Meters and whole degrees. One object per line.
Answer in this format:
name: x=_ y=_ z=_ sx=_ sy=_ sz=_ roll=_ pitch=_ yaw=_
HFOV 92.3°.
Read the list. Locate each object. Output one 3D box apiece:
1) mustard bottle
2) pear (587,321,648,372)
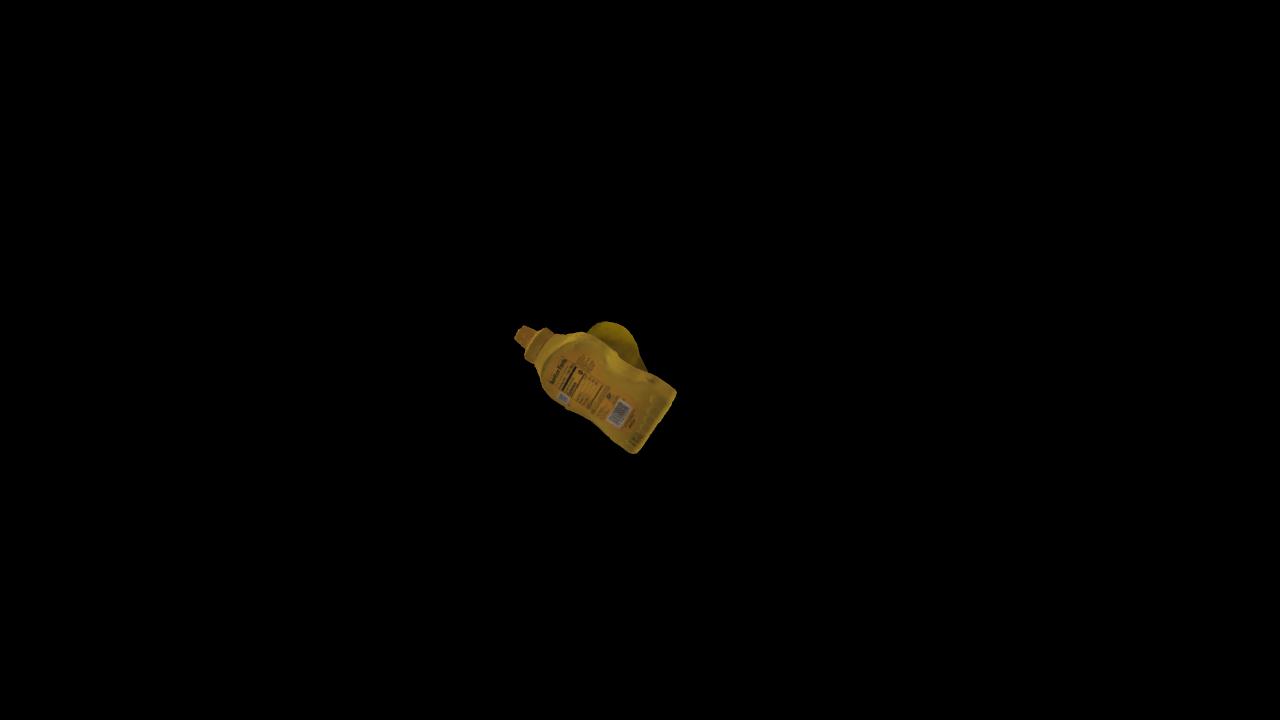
mustard bottle: x=-0.058 y=0.019 z=0.670 sx=0.184 sy=0.092 sz=0.054 roll=33 pitch=35 yaw=2
pear: x=-0.023 y=0.008 z=0.726 sx=0.111 sy=0.080 sz=0.080 roll=41 pitch=-8 yaw=-10
